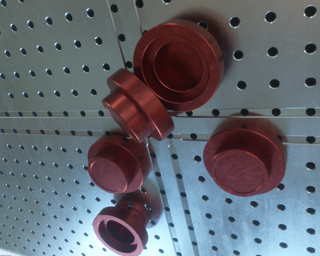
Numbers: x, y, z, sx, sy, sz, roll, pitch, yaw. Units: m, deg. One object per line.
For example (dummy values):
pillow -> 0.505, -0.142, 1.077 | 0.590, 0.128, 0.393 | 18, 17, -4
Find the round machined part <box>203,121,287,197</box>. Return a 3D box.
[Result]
round machined part -> 0.099, 0.044, 0.375 | 0.098, 0.042, 0.097 | 13, 124, 20

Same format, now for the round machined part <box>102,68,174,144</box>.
round machined part -> -0.031, -0.020, 0.370 | 0.098, 0.042, 0.098 | 45, 168, 13

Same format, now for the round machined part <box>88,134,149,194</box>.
round machined part -> -0.070, 0.062, 0.474 | 0.098, 0.042, 0.097 | 13, 124, 20

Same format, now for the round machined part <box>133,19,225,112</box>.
round machined part -> 0.023, -0.070, 0.344 | 0.098, 0.042, 0.097 | 13, 124, 20

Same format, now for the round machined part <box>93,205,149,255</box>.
round machined part -> -0.064, 0.174, 0.539 | 0.098, 0.042, 0.097 | 13, 124, 20
